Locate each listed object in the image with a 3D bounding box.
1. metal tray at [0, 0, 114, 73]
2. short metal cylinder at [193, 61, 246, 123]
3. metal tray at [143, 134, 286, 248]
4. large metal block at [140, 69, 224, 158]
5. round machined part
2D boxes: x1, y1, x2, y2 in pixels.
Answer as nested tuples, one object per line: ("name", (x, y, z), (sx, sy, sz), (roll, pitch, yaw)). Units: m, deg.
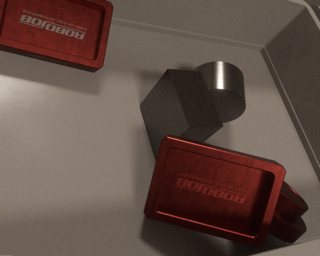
("metal tray", (-0.131, -0.129, 0.385), (0.131, 0.030, 0.089), (11, 86, -23))
("short metal cylinder", (0.081, -0.049, 0.446), (0.081, 0.080, 0.050), (19, 55, -18))
("metal tray", (0.056, 0.066, 0.335), (0.131, 0.030, 0.089), (14, 95, 4))
("large metal block", (0.023, -0.017, 0.393), (0.050, 0.080, 0.080), (-2, 62, -33))
("round machined part", (0.144, 0.091, 0.390), (0.098, 0.042, 0.098), (33, 17, -11))
